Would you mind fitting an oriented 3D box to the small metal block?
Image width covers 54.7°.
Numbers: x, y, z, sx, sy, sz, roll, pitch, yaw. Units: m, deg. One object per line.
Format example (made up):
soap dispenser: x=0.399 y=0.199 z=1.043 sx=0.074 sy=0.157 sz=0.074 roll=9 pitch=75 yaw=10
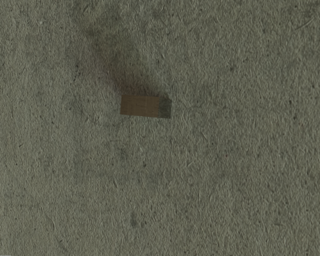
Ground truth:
small metal block: x=-0.017 y=-0.027 z=0.401 sx=0.050 sy=0.050 sz=0.025 roll=6 pitch=92 yaw=19
